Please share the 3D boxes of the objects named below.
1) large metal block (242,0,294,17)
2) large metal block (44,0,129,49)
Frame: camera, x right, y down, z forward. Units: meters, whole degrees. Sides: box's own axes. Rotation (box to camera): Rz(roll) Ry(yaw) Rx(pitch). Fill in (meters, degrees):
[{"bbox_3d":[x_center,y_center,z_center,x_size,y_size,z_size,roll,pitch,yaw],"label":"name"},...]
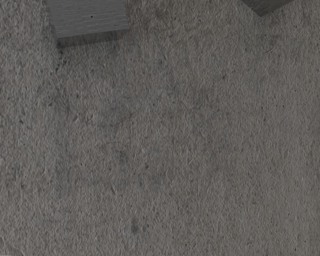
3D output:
[{"bbox_3d":[0.169,-0.218,0.441,0.050,0.080,0.080,34,79,-17],"label":"large metal block"},{"bbox_3d":[-0.090,-0.144,0.362,0.081,0.050,0.080,-14,95,-20],"label":"large metal block"}]
